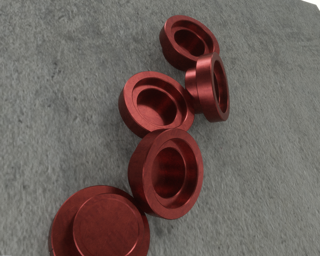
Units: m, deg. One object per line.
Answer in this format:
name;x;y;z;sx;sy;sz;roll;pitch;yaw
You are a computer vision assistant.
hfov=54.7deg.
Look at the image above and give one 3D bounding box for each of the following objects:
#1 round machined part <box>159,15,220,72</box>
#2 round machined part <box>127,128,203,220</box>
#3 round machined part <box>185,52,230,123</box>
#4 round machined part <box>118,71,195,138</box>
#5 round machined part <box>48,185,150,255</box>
round machined part;0.043;-0.130;0.497;0.099;0.042;0.098;14;56;-21
round machined part;0.003;0.050;0.348;0.099;0.042;0.097;3;86;-46
round machined part;0.067;-0.056;0.444;0.098;0.042;0.097;-8;90;-65
round machined part;-0.008;-0.022;0.404;0.099;0.042;0.098;14;56;-21
round machined part;-0.054;0.102;0.302;0.099;0.042;0.098;14;56;-21
